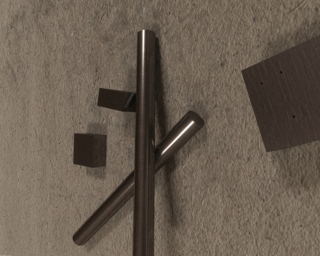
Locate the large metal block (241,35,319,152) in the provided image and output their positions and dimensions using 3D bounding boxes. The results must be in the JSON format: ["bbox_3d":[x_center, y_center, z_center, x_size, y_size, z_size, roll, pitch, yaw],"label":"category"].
[{"bbox_3d":[0.131,-0.028,0.280,0.080,0.050,0.080,-22,76,37],"label":"large metal block"}]

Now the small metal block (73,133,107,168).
[{"bbox_3d":[-0.112,0.035,0.495,0.050,0.025,0.050,4,92,39],"label":"small metal block"}]

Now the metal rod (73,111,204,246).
[{"bbox_3d":[-0.045,0.085,0.439,0.299,0.025,0.025,-48,62,29],"label":"metal rod"}]

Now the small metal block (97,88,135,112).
[{"bbox_3d":[-0.049,-0.038,0.427,0.050,0.050,0.025,14,99,39],"label":"small metal block"}]

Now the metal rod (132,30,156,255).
[{"bbox_3d":[-0.019,0.020,0.387,0.025,0.025,0.299,-10,74,39],"label":"metal rod"}]
